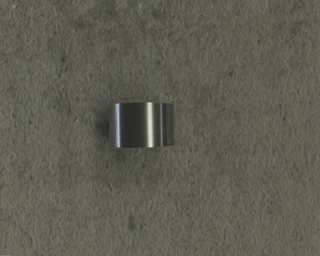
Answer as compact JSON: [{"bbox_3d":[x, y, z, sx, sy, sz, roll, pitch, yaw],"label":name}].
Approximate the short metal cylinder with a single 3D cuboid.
[{"bbox_3d":[-0.022,-0.004,0.382,0.081,0.080,0.050,-1,90,-1],"label":"short metal cylinder"}]
